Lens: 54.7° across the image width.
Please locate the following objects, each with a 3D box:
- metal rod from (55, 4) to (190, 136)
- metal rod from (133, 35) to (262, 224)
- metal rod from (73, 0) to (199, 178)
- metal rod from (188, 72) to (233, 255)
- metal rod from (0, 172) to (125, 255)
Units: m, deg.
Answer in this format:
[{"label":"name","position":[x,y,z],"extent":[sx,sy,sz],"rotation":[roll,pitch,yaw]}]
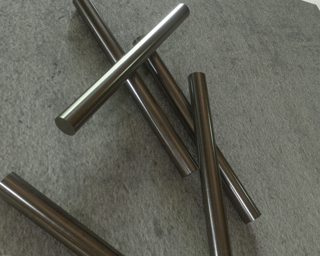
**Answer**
[{"label":"metal rod","position":[-0.030,-0.097,0.414],"extent":[0.025,0.025,0.301],"rotation":[38,51,-3]},{"label":"metal rod","position":[0.045,-0.007,0.434],"extent":[0.025,0.025,0.299],"rotation":[-21,73,-36]},{"label":"metal rod","position":[-0.039,-0.066,0.424],"extent":[0.025,0.025,0.299],"rotation":[-23,74,-37]},{"label":"metal rod","position":[0.062,0.066,0.377],"extent":[0.025,0.025,0.299],"rotation":[7,65,-25]},{"label":"metal rod","position":[-0.030,0.144,0.300],"extent":[0.300,0.025,0.025],"rotation":[38,51,-3]}]
